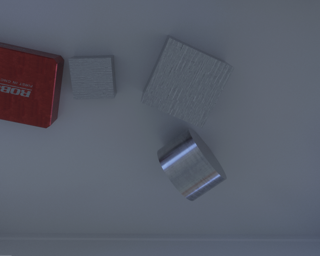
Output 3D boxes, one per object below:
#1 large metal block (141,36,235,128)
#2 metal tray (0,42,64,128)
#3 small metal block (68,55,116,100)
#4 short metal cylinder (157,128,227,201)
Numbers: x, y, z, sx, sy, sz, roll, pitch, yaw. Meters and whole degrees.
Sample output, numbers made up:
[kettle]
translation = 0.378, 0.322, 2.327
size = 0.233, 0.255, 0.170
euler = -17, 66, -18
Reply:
[large metal block]
translation = 0.031, -0.057, 0.377
size = 0.080, 0.050, 0.079
euler = 23, 108, -9
[metal tray]
translation = -0.193, -0.057, 0.385
size = 0.131, 0.030, 0.089
euler = 12, 110, -5
[small metal block]
translation = -0.083, -0.064, 0.387
size = 0.050, 0.025, 0.050
euler = -2, 110, 0
[short metal cylinder]
translation = 0.041, 0.046, 0.400
size = 0.050, 0.080, 0.080
euler = -37, 106, 12
